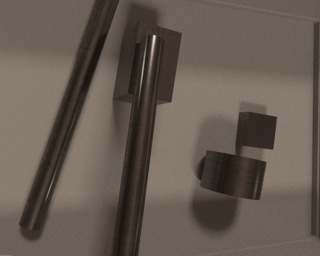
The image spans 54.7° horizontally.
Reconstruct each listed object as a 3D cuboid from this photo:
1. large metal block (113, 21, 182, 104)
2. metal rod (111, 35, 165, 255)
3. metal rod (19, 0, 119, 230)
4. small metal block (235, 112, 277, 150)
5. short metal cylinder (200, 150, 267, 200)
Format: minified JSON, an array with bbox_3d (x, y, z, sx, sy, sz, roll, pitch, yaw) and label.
[{"bbox_3d":[-0.018,-0.072,0.375,0.050,0.080,0.080,10,87,-20],"label":"large metal block"},{"bbox_3d":[-0.025,0.054,0.295,0.025,0.025,0.299,11,78,-20],"label":"metal rod"},{"bbox_3d":[-0.105,-0.029,0.372,0.025,0.025,0.299,19,83,-19],"label":"metal rod"},{"bbox_3d":[0.145,0.004,0.466,0.050,0.025,0.050,8,87,-20],"label":"small metal block"},{"bbox_3d":[0.099,0.062,0.419,0.081,0.080,0.050,13,86,-20],"label":"short metal cylinder"}]
